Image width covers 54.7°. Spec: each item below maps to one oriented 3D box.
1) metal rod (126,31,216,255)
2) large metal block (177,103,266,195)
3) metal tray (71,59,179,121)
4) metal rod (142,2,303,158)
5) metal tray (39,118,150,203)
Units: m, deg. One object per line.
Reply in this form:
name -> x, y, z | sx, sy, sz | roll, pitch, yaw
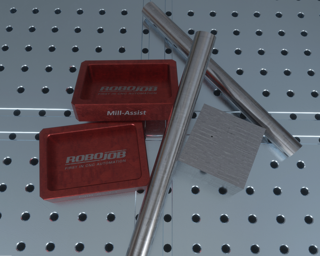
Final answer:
metal rod -> 0.009, 0.035, 0.354 | 0.025, 0.025, 0.299 | 17, 87, 6
large metal block -> 0.074, 0.028, 0.389 | 0.080, 0.050, 0.080 | 24, 72, 8
metal tray -> -0.042, -0.052, 0.410 | 0.131, 0.030, 0.090 | -1, 48, -1
metal rod -> 0.078, -0.077, 0.440 | 0.025, 0.025, 0.300 | -38, 75, -13
metal tray -> -0.082, 0.039, 0.393 | 0.131, 0.030, 0.090 | -7, 70, -3
